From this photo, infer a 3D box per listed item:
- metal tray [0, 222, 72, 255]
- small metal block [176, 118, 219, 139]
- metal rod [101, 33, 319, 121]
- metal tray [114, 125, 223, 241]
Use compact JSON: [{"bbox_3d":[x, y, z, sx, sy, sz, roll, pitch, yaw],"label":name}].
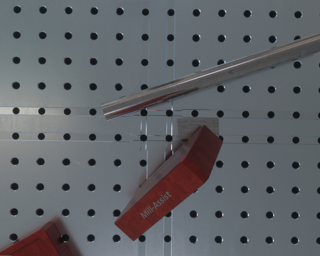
[{"bbox_3d":[-0.183,0.197,0.409,0.130,0.030,0.090,-30,90,0],"label":"metal tray"},{"bbox_3d":[0.047,0.000,0.401,0.050,0.050,0.025,-1,90,0],"label":"small metal block"},{"bbox_3d":[0.070,-0.068,0.413,0.302,0.025,0.025,-18,90,0],"label":"metal rod"},{"bbox_3d":[0.010,0.062,0.354,0.030,0.090,0.129,43,120,0],"label":"metal tray"}]
